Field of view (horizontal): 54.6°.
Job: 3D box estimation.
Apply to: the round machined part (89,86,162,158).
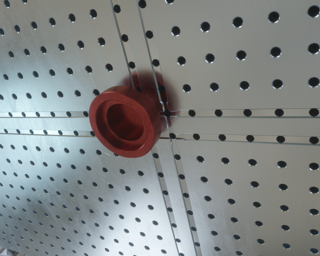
[{"bbox_3d":[-0.042,-0.011,0.416,0.098,0.042,0.097,13,124,21],"label":"round machined part"}]
